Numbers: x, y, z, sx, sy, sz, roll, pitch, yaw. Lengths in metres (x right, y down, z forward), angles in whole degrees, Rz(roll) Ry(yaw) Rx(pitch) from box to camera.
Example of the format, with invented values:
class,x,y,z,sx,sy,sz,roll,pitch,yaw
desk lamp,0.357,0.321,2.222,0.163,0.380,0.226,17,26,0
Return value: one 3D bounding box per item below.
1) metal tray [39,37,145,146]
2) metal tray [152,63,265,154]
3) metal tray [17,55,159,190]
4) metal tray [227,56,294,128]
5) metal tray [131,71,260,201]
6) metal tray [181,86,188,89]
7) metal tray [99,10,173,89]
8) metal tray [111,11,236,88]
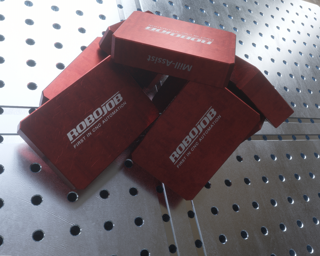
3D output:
class,x,y,z,sx,sy,sz,roll,pitch,yaw
metal tray,-0.075,-0.050,0.394,0.090,0.030,0.130,34,51,-6
metal tray,0.063,-0.028,0.417,0.130,0.090,0.030,38,52,-2
metal tray,-0.073,-0.008,0.341,0.131,0.030,0.090,-45,104,-28
metal tray,0.113,-0.062,0.422,0.090,0.030,0.130,39,12,-29
metal tray,0.040,0.008,0.364,0.090,0.130,0.030,38,9,-4
metal tray,0.082,-0.073,0.465,0.131,0.030,0.090,23,50,-39
metal tray,-0.015,-0.117,0.443,0.090,0.030,0.131,41,37,-2
metal tray,0.019,-0.095,0.360,0.131,0.030,0.090,14,39,4
